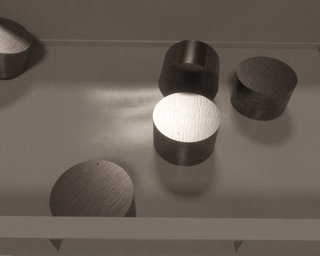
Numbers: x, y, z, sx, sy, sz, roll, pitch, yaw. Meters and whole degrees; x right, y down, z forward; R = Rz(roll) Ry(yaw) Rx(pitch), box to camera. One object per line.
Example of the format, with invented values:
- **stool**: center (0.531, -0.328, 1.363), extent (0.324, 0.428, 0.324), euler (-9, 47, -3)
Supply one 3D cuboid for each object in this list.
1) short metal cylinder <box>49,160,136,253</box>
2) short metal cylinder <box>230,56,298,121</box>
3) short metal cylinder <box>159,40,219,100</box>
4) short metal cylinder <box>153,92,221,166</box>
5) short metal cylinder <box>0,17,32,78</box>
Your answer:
- **short metal cylinder**: center (-0.066, 0.080, 0.321), extent (0.081, 0.050, 0.080), euler (0, 50, 0)
- **short metal cylinder**: center (0.145, -0.056, 0.438), extent (0.081, 0.050, 0.080), euler (0, 50, 0)
- **short metal cylinder**: center (0.042, -0.074, 0.432), extent (0.080, 0.080, 0.050), euler (7, 51, 5)
- **short metal cylinder**: center (0.032, 0.001, 0.388), extent (0.081, 0.050, 0.080), euler (0, 50, 0)
- **short metal cylinder**: center (-0.242, -0.122, 0.469), extent (0.081, 0.050, 0.080), euler (17, 47, -19)
